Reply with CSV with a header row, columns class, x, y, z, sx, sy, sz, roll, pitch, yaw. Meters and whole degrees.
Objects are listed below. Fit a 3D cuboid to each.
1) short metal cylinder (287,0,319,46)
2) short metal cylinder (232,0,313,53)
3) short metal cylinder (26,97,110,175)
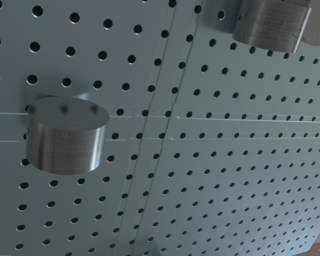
class,x,y,z,sx,sy,sz,roll,pitch,yaw
short metal cylinder,0.201,-0.155,0.412,0.081,0.050,0.079,-14,125,-21
short metal cylinder,0.133,-0.127,0.372,0.081,0.080,0.050,-5,121,-27
short metal cylinder,-0.097,0.006,0.327,0.081,0.080,0.050,-1,119,-29
